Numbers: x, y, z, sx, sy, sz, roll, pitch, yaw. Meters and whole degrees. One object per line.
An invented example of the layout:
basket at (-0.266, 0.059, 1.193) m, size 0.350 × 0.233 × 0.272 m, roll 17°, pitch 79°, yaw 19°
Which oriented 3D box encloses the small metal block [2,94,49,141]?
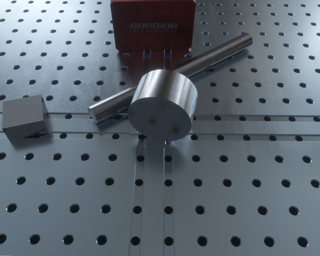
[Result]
small metal block at (-0.181, -0.015, 0.418) m, size 0.050 × 0.025 × 0.050 m, roll -13°, pitch 51°, yaw -11°

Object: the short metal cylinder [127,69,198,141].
short metal cylinder at (0.005, -0.027, 0.395) m, size 0.080 × 0.080 × 0.050 m, roll 10°, pitch 51°, yaw 8°

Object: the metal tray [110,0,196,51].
metal tray at (-0.011, -0.174, 0.511) m, size 0.131 × 0.089 × 0.030 m, roll -2°, pitch 50°, yaw -2°

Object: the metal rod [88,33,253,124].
metal rod at (0.030, -0.085, 0.479) m, size 0.302 × 0.025 × 0.025 m, roll -29°, pitch 56°, yaw -23°
